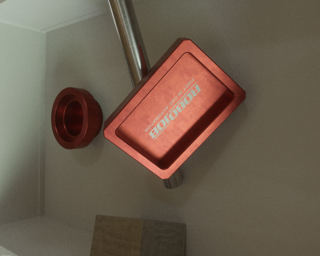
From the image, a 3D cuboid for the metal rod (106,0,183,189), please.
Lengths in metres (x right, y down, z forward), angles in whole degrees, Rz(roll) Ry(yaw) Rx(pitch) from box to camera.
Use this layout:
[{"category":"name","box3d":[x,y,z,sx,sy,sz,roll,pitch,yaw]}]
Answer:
[{"category":"metal rod","box3d":[-0.022,-0.064,0.342,0.025,0.025,0.298,2,117,40]}]

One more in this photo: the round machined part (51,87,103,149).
[{"category":"round machined part","box3d":[-0.130,-0.015,0.500,0.098,0.042,0.097,0,90,39]}]

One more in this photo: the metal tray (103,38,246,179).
[{"category":"metal tray","box3d":[0.014,-0.019,0.331,0.130,0.090,0.030,-48,18,10]}]

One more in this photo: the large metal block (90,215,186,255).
[{"category":"large metal block","box3d":[-0.026,0.139,0.383,0.080,0.080,0.050,-7,69,39]}]
